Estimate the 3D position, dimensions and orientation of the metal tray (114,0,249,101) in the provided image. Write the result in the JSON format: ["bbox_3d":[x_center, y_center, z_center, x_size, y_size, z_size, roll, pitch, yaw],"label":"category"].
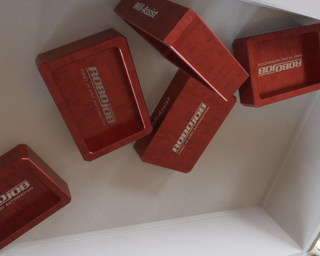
[{"bbox_3d":[0.016,-0.083,0.298,0.090,0.130,0.030,35,99,-39],"label":"metal tray"}]

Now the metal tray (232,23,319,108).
[{"bbox_3d":[0.166,-0.086,0.421,0.131,0.030,0.089,-16,103,-20],"label":"metal tray"}]

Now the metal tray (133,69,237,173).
[{"bbox_3d":[0.034,-0.006,0.420,0.091,0.030,0.129,20,107,-36],"label":"metal tray"}]

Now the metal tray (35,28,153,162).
[{"bbox_3d":[-0.067,-0.033,0.347,0.091,0.030,0.129,-25,128,-13],"label":"metal tray"}]

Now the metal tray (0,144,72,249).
[{"bbox_3d":[-0.184,0.089,0.359,0.130,0.030,0.090,-34,129,-6],"label":"metal tray"}]
